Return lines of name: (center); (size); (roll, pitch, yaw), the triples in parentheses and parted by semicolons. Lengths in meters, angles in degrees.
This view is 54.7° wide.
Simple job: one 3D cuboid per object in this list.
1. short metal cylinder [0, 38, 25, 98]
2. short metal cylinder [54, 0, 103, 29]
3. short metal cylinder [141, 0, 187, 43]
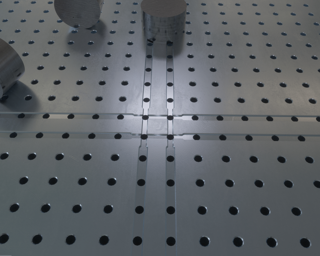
short metal cylinder: (-0.246, -0.088, 0.444); (0.080, 0.080, 0.050); (16, 52, 12)
short metal cylinder: (-0.146, -0.230, 0.564); (0.081, 0.080, 0.050); (0, 50, 0)
short metal cylinder: (0.007, -0.198, 0.558); (0.081, 0.050, 0.080); (0, 50, 0)
